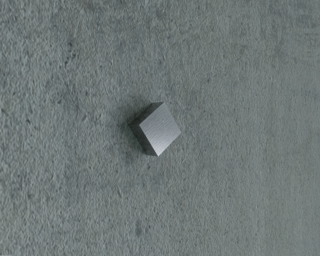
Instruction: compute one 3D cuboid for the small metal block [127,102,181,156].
[{"bbox_3d":[-0.006,0.001,0.403,0.050,0.025,0.050,-44,117,-31],"label":"small metal block"}]
